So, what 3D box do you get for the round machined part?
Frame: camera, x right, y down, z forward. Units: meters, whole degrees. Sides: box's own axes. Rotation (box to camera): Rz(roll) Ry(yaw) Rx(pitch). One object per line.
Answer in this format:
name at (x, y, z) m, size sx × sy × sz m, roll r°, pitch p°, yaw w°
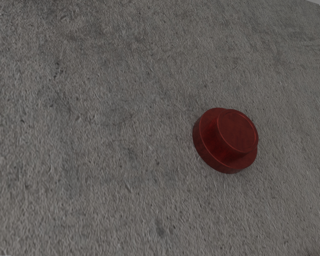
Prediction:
round machined part at (0.099, 0.012, 0.439) m, size 0.099 × 0.042 × 0.098 m, roll 14°, pitch 56°, yaw -21°
